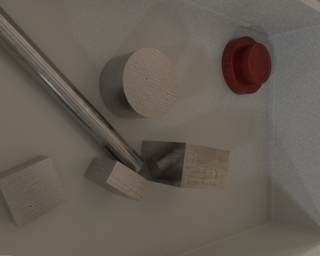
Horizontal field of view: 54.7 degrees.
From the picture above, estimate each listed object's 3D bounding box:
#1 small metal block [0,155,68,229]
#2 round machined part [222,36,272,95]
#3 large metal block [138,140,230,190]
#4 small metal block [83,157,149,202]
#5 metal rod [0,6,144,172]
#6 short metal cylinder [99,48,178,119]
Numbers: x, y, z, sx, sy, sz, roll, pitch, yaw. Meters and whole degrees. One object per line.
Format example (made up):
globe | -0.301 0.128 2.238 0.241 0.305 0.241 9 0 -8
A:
small metal block | -0.126 0.060 0.302 0.050 0.025 0.050 -28 108 -37
round machined part | 0.153 -0.107 0.526 0.099 0.042 0.097 0 90 -40
large metal block | 0.030 0.047 0.399 0.081 0.080 0.050 13 82 -40
small metal block | -0.049 0.058 0.351 0.050 0.050 0.025 39 66 -34
metal rod | -0.114 -0.054 0.311 0.300 0.025 0.025 50 60 -28
short metal cylinder | -0.025 -0.051 0.371 0.081 0.050 0.079 0 90 -40
